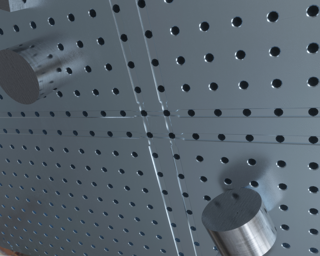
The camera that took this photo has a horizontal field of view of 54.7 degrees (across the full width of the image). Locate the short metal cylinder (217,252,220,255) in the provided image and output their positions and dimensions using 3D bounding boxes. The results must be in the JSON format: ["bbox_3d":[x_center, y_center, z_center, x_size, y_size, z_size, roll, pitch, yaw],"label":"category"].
[{"bbox_3d":[0.114,0.215,0.449,0.080,0.080,0.050,23,127,14],"label":"short metal cylinder"}]

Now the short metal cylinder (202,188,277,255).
[{"bbox_3d":[0.101,0.122,0.398,0.080,0.080,0.050,-17,109,35],"label":"short metal cylinder"}]

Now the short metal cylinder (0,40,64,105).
[{"bbox_3d":[-0.187,-0.080,0.444,0.080,0.050,0.079,13,124,21],"label":"short metal cylinder"}]

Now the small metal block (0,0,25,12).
[{"bbox_3d":[-0.210,-0.186,0.407,0.050,0.025,0.050,19,126,16],"label":"small metal block"}]
